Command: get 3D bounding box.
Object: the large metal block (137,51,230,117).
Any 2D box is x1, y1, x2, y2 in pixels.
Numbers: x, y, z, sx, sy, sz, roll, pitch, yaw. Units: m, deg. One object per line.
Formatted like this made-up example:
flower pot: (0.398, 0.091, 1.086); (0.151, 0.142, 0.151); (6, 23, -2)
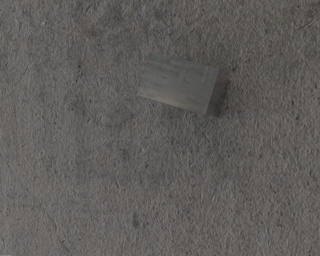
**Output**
large metal block: (0.032, -0.049, 0.369); (0.080, 0.080, 0.050); (18, 96, 19)
